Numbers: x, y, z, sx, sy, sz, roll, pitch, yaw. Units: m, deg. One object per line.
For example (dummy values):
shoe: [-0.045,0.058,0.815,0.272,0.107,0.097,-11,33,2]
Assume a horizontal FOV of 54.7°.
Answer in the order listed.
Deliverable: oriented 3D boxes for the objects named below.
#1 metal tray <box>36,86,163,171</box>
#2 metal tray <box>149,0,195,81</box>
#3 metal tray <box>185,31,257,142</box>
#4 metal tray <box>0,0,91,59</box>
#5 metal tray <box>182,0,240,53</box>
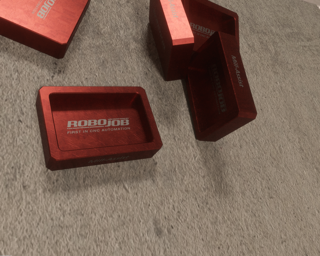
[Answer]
metal tray: [-0.070,-0.004,0.366,0.131,0.030,0.090,-4,64,-31]
metal tray: [0.013,-0.146,0.456,0.030,0.090,0.130,-10,65,-9]
metal tray: [0.078,-0.056,0.432,0.030,0.090,0.130,5,64,-30]
metal tray: [-0.153,-0.163,0.418,0.091,0.030,0.130,22,53,-16]
metal tray: [0.077,-0.155,0.501,0.131,0.030,0.089,3,84,-40]
